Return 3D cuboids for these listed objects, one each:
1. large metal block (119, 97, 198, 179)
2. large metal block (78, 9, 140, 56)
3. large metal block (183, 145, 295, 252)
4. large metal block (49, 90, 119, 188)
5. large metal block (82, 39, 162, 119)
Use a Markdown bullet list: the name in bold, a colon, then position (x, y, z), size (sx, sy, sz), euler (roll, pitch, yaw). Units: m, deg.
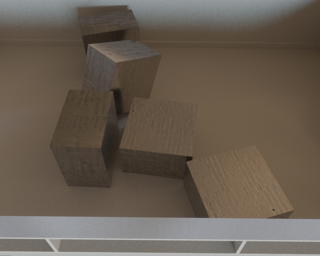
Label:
- **large metal block**: position (0.001, 0.012, 0.379), size (0.080, 0.050, 0.080), euler (7, 50, 5)
- **large metal block**: position (-0.075, -0.127, 0.475), size (0.081, 0.080, 0.050), euler (-12, 51, -11)
- **large metal block**: position (0.077, 0.072, 0.329), size (0.081, 0.050, 0.080), euler (-12, 51, -11)
- **large metal block**: position (-0.081, 0.013, 0.357), size (0.050, 0.080, 0.080), euler (2, 50, 2)
- **large metal block**: position (-0.052, -0.066, 0.409), size (0.050, 0.079, 0.081), euler (36, 37, 26)
